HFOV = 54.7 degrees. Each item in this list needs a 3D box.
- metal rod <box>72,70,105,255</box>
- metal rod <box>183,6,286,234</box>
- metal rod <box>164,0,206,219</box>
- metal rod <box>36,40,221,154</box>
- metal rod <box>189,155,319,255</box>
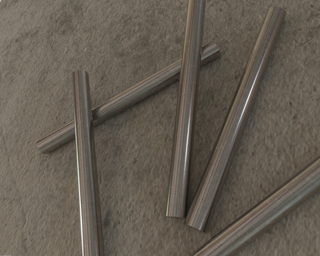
[{"bbox_3d":[-0.095,0.049,0.400,0.025,0.025,0.299,-20,60,16],"label":"metal rod"},{"bbox_3d":[0.096,-0.025,0.367,0.025,0.025,0.300,13,68,33],"label":"metal rod"},{"bbox_3d":[0.035,-0.042,0.387,0.025,0.025,0.299,-3,67,26],"label":"metal rod"},{"bbox_3d":[-0.051,-0.041,0.454,0.301,0.025,0.025,-28,52,9],"label":"metal rod"},{"bbox_3d":[0.142,0.051,0.297,0.300,0.025,0.025,-38,51,2],"label":"metal rod"}]
